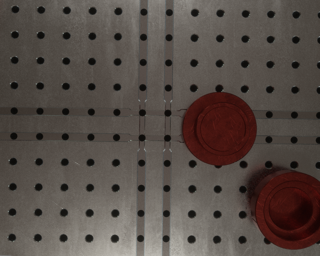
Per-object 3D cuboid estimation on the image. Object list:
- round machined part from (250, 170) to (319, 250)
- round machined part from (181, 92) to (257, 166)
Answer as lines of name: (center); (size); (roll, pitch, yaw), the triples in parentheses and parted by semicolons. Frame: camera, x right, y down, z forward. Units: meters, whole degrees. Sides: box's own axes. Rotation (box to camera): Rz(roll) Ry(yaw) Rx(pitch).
round machined part: (0.168, 0.104, 0.407); (0.099, 0.042, 0.097); (0, 90, -1)
round machined part: (0.079, 0.001, 0.406); (0.099, 0.042, 0.097); (0, 90, -1)
